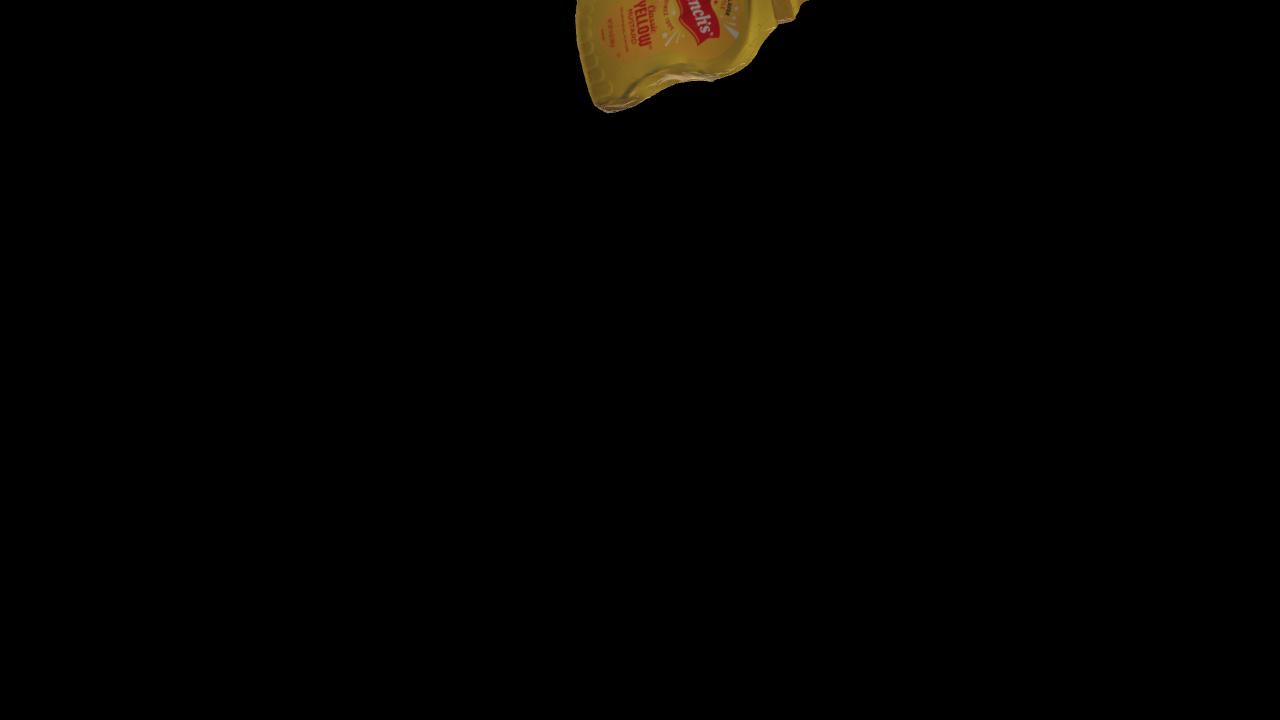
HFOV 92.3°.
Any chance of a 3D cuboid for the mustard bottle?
[{"bbox_3d":[0.044,-0.256,0.463,0.184,0.092,0.054,-8,-4,22],"label":"mustard bottle"}]
